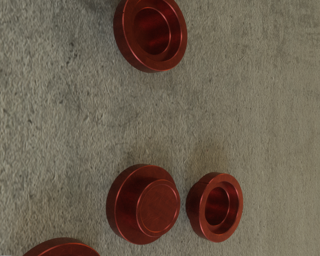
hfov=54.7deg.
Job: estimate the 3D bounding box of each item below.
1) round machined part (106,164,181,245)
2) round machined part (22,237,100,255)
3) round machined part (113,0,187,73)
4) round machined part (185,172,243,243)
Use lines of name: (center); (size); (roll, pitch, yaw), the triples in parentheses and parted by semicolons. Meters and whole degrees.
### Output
round machined part: (-0.013, 0.095, 0.383); (0.099, 0.042, 0.097); (0, 90, -40)
round machined part: (-0.106, 0.158, 0.305); (0.099, 0.042, 0.097); (0, 90, -40)
round machined part: (-0.016, -0.116, 0.380); (0.099, 0.042, 0.097); (0, 90, -40)
round machined part: (0.076, 0.114, 0.458); (0.099, 0.042, 0.097); (0, 90, -40)
